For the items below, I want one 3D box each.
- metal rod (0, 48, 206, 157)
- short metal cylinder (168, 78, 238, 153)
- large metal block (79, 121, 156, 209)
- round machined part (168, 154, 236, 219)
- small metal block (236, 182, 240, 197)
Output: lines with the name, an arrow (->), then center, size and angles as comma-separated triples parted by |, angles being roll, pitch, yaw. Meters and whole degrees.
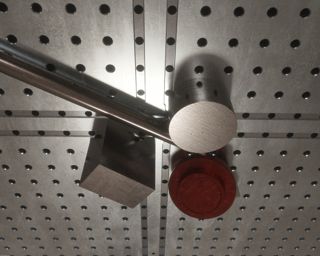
metal rod -> -0.068, -0.028, 0.387 | 0.302, 0.025, 0.025 | 24, 126, -20
short metal cylinder -> 0.051, -0.015, 0.384 | 0.081, 0.050, 0.079 | 0, 130, 0
large metal block -> -0.053, 0.049, 0.417 | 0.080, 0.080, 0.050 | 30, 124, -23
round machined part -> 0.061, 0.089, 0.451 | 0.098, 0.042, 0.097 | 3, 104, 11
small metal block -> 0.094, 0.091, 0.491 | 0.050, 0.025, 0.050 | -19, 128, 15
